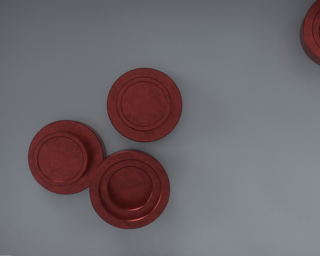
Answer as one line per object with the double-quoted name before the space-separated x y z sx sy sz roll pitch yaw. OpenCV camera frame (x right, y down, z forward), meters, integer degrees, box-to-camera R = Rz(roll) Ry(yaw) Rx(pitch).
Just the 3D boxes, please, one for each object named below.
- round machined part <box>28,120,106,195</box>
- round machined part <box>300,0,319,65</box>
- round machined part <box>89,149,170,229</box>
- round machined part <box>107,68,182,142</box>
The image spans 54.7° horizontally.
"round machined part" -0.123 0.038 0.402 0.099 0.042 0.097 0 90 0
"round machined part" 0.232 -0.122 0.397 0.098 0.042 0.097 -1 86 13
"round machined part" -0.038 0.075 0.399 0.099 0.042 0.097 0 93 -5
"round machined part" -0.020 -0.030 0.403 0.099 0.042 0.097 0 90 0
